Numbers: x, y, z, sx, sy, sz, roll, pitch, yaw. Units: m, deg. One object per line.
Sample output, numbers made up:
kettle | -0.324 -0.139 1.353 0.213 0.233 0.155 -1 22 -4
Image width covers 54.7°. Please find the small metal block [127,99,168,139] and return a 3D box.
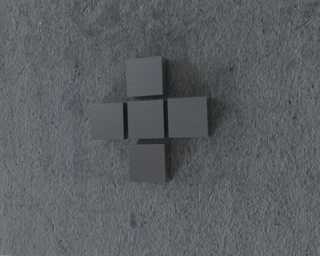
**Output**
small metal block | -0.015 -0.011 0.415 0.050 0.025 0.050 -2 89 19

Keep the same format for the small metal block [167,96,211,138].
small metal block | 0.038 -0.013 0.396 0.050 0.025 0.050 -2 89 19

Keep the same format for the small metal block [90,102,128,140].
small metal block | -0.068 -0.009 0.433 0.050 0.025 0.050 -2 89 19

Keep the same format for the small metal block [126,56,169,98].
small metal block | -0.017 -0.067 0.415 0.050 0.025 0.050 -2 89 19

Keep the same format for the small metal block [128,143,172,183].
small metal block | -0.013 0.046 0.414 0.050 0.025 0.050 -2 89 19
